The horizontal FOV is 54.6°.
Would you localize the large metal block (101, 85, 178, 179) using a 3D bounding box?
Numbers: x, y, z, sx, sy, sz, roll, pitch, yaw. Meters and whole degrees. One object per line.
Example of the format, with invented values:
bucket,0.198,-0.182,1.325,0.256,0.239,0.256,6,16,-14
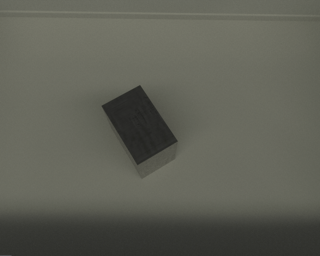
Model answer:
large metal block,-0.023,0.008,0.377,0.050,0.080,0.080,-30,73,-10
